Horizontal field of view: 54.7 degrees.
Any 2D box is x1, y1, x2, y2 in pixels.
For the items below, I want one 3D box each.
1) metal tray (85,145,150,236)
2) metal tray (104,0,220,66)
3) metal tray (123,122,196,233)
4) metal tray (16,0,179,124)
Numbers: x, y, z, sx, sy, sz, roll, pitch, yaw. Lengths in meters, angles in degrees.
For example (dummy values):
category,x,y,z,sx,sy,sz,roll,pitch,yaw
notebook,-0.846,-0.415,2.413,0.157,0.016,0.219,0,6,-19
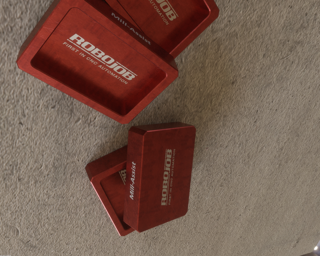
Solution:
category,x,y,z,sx,sy,sz,roll,pitch,yaw
metal tray,-0.038,0.086,0.435,0.091,0.030,0.129,-26,128,-13
metal tray,-0.006,-0.137,0.314,0.090,0.030,0.130,-44,129,2
metal tray,0.001,0.060,0.405,0.091,0.030,0.129,-6,106,-42
metal tray,-0.057,-0.066,0.308,0.131,0.030,0.090,31,120,-34
